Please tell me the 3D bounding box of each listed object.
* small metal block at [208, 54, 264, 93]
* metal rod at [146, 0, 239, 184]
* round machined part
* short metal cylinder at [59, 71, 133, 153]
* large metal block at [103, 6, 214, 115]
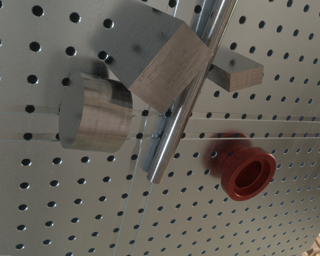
[{"bbox_3d":[0.098,-0.073,0.405,0.050,0.050,0.025,-17,125,-19],"label":"small metal block"},{"bbox_3d":[0.042,-0.055,0.401,0.025,0.025,0.298,7,115,-32],"label":"metal rod"},{"bbox_3d":[0.144,0.073,0.527,0.099,0.042,0.097,-14,125,-21],"label":"round machined part"},{"bbox_3d":[-0.070,-0.015,0.329,0.050,0.080,0.079,9,114,-33],"label":"short metal cylinder"},{"bbox_3d":[-0.005,-0.074,0.329,0.080,0.080,0.050,-50,129,6],"label":"large metal block"}]
